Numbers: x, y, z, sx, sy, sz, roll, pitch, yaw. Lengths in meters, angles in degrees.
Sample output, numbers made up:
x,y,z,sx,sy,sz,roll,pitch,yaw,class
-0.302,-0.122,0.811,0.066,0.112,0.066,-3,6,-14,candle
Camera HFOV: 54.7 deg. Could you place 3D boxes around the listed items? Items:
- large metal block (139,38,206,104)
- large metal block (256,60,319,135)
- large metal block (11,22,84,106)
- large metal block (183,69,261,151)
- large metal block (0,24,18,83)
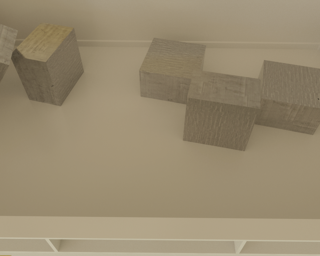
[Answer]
x,y,z,sx,sy,sz,roll,pitch,yaw,class
0.020,-0.085,0.461,0.080,0.050,0.080,11,51,8,large metal block
0.177,-0.044,0.428,0.080,0.050,0.080,11,51,9,large metal block
-0.156,-0.091,0.444,0.050,0.080,0.080,12,51,9,large metal block
0.075,-0.021,0.388,0.080,0.080,0.050,10,51,8,large metal block
-0.233,-0.096,0.383,0.081,0.080,0.050,16,65,-32,large metal block
